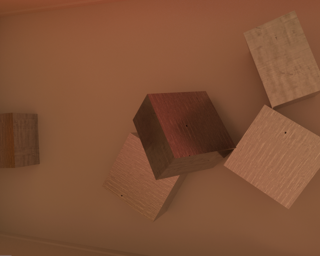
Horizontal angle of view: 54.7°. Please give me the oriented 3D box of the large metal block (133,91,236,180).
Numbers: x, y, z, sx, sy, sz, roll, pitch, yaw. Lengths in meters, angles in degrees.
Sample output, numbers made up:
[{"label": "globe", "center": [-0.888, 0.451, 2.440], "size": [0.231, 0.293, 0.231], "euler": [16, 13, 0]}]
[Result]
[{"label": "large metal block", "center": [0.025, 0.006, 0.355], "size": [0.050, 0.081, 0.080], "euler": [-55, 50, 48]}]

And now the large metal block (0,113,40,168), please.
[{"label": "large metal block", "center": [-0.239, 0.020, 0.482], "size": [0.080, 0.050, 0.080], "euler": [-3, 89, 20]}]

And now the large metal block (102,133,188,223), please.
[{"label": "large metal block", "center": [-0.014, 0.060, 0.402], "size": [0.080, 0.050, 0.080], "euler": [31, 100, 17]}]

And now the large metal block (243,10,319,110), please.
[{"label": "large metal block", "center": [0.132, -0.066, 0.334], "size": [0.050, 0.080, 0.080], "euler": [-21, 83, 19]}]

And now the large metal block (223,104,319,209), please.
[{"label": "large metal block", "center": [0.132, 0.030, 0.351], "size": [0.080, 0.050, 0.080], "euler": [35, 101, 16]}]
